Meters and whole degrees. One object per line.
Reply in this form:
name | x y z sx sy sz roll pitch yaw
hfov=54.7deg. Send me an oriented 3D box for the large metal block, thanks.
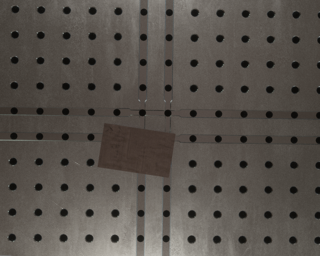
large metal block | -0.026 0.025 0.386 0.081 0.080 0.050 9 90 -1
